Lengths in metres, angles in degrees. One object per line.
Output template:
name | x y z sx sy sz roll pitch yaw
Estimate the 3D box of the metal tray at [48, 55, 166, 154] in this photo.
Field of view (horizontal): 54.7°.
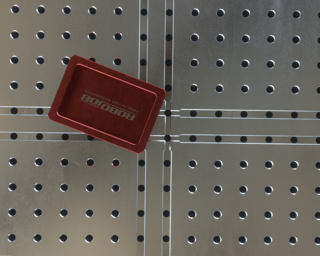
metal tray | -0.068 -0.030 0.409 0.131 0.030 0.090 21 90 -1
